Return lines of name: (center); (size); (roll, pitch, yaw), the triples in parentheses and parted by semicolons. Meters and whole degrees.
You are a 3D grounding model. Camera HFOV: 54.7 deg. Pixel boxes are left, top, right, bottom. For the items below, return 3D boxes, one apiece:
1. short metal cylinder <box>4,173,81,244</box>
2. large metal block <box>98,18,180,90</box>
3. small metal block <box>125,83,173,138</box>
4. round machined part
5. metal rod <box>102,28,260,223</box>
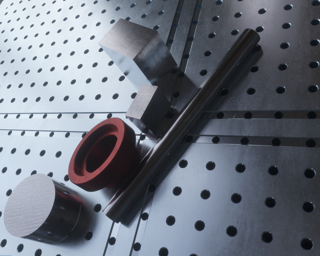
short metal cylinder: (-0.153, 0.106, 0.405); (0.080, 0.050, 0.080); (-13, 56, 21)
large metal block: (-0.029, -0.104, 0.451); (0.080, 0.080, 0.050); (32, 80, 37)
small metal block: (-0.013, -0.023, 0.412); (0.025, 0.050, 0.050); (15, 70, 34)
round machined part: (-0.067, 0.038, 0.396); (0.098, 0.042, 0.098); (-28, 38, 25)
metal rod: (0.032, -0.009, 0.395); (0.025, 0.025, 0.300); (31, 79, 37)
